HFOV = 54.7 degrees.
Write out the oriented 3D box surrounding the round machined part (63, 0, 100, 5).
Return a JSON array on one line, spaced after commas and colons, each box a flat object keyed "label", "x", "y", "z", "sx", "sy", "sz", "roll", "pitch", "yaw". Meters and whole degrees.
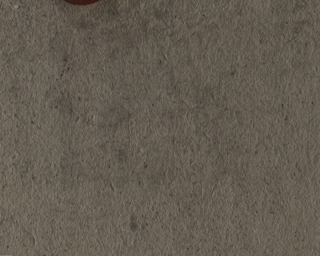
[{"label": "round machined part", "x": -0.107, "y": -0.215, "z": 0.400, "sx": 0.099, "sy": 0.042, "sz": 0.097, "roll": 0, "pitch": 90, "yaw": 0}]
